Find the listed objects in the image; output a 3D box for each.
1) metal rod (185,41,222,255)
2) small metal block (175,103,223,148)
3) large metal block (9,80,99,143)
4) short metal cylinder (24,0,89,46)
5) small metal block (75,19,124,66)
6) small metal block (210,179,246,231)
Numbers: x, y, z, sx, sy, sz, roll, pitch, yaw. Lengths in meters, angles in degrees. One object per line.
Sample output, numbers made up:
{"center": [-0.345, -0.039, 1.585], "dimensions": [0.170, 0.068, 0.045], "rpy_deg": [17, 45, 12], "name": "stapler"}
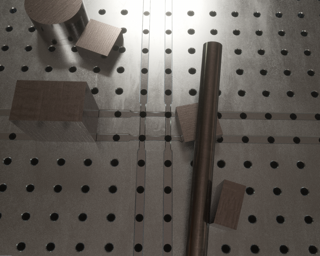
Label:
{"center": [0.053, 0.037, 0.376], "dimensions": [0.025, 0.025, 0.299], "rpy_deg": [6, 78, 2], "name": "metal rod"}
{"center": [0.051, -0.006, 0.415], "dimensions": [0.050, 0.025, 0.050], "rpy_deg": [-12, 71, -5], "name": "small metal block"}
{"center": [-0.126, -0.018, 0.388], "dimensions": [0.081, 0.080, 0.050], "rpy_deg": [1, 70, 0], "name": "large metal block"}
{"center": [-0.150, -0.170, 0.459], "dimensions": [0.081, 0.050, 0.080], "rpy_deg": [0, 70, 0], "name": "short metal cylinder"}
{"center": [-0.088, -0.127, 0.457], "dimensions": [0.050, 0.025, 0.050], "rpy_deg": [20, 71, 7], "name": "small metal block"}
{"center": [0.078, 0.092, 0.366], "dimensions": [0.025, 0.050, 0.050], "rpy_deg": [17, 71, 6], "name": "small metal block"}
